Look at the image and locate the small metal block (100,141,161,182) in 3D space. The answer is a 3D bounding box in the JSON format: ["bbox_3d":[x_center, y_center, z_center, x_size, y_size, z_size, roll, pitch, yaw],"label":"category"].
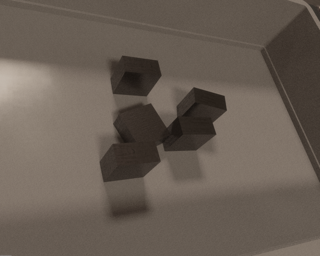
[{"bbox_3d":[-0.035,0.038,0.349,0.050,0.050,0.025,-2,63,-30],"label":"small metal block"}]

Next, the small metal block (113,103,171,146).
[{"bbox_3d":[-0.023,0.002,0.394,0.050,0.025,0.050,-23,74,-36],"label":"small metal block"}]

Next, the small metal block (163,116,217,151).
[{"bbox_3d":[0.036,0.009,0.406,0.050,0.050,0.025,1,62,-29],"label":"small metal block"}]

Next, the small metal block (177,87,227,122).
[{"bbox_3d":[0.058,-0.028,0.440,0.050,0.050,0.025,12,57,-22],"label":"small metal block"}]

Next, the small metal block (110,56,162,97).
[{"bbox_3d":[-0.033,-0.068,0.415,0.050,0.050,0.025,1,61,-28],"label":"small metal block"}]
